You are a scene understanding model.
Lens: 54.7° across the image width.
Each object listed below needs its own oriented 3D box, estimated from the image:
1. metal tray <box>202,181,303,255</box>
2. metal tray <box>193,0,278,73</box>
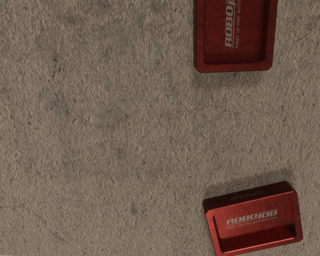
[{"bbox_3d":[0.137,0.137,0.459,0.131,0.030,0.089,-14,110,4],"label":"metal tray"},{"bbox_3d":[0.085,-0.132,0.359,0.091,0.030,0.129,-2,110,0],"label":"metal tray"}]
